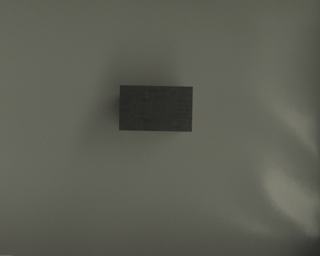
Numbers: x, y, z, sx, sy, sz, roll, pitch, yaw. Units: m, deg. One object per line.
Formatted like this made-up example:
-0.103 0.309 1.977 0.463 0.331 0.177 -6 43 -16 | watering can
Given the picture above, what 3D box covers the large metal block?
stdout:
-0.005 -0.022 0.382 0.080 0.080 0.050 1 90 0 | large metal block
